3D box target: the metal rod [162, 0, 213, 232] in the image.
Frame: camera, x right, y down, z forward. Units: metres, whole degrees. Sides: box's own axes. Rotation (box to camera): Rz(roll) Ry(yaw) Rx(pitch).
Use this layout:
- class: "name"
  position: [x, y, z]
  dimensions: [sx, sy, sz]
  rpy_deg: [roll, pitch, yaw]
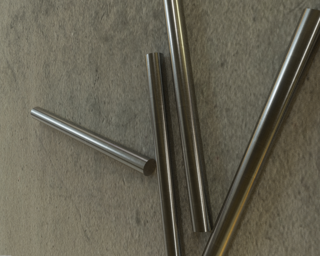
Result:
- class: "metal rod"
  position: [0.032, -0.029, 0.376]
  dimensions: [0.025, 0.025, 0.298]
  rpy_deg: [-12, 83, 39]

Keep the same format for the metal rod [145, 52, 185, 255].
- class: "metal rod"
  position: [0.008, 0.052, 0.396]
  dimensions: [0.025, 0.025, 0.298]
  rpy_deg: [-10, 84, 39]

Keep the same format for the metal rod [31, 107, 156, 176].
- class: "metal rod"
  position: [-0.125, 0.012, 0.505]
  dimensions: [0.300, 0.025, 0.025]
  rpy_deg: [20, 103, 37]

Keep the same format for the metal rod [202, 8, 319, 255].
- class: "metal rod"
  position: [0.099, 0.031, 0.321]
  dimensions: [0.025, 0.025, 0.298]
  rpy_deg: [29, 108, 36]
